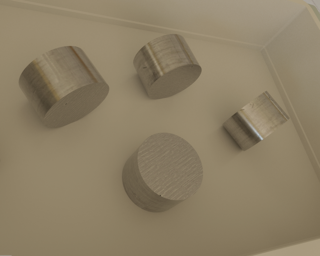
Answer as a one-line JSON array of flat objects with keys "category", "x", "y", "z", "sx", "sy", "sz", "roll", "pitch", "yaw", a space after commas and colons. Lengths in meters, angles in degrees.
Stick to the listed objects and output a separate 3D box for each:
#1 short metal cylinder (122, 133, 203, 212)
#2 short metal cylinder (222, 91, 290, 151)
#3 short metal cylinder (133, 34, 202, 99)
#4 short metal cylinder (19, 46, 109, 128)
[{"category": "short metal cylinder", "x": 0.002, "y": 0.052, "z": 0.361, "sx": 0.081, "sy": 0.050, "sz": 0.080, "roll": 14, "pitch": 56, "yaw": -21}, {"category": "short metal cylinder", "x": 0.139, "y": -0.010, "z": 0.454, "sx": 0.081, "sy": 0.080, "sz": 0.050, "roll": -30, "pitch": 79, "yaw": -38}, {"category": "short metal cylinder", "x": 0.010, "y": -0.083, "z": 0.428, "sx": 0.081, "sy": 0.080, "sz": 0.050, "roll": -14, "pitch": 69, "yaw": -34}, {"category": "short metal cylinder", "x": -0.104, "y": -0.044, "z": 0.342, "sx": 0.081, "sy": 0.080, "sz": 0.050, "roll": -28, "pitch": 78, "yaw": -38}]
